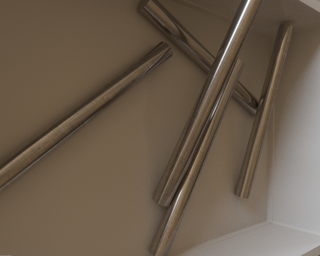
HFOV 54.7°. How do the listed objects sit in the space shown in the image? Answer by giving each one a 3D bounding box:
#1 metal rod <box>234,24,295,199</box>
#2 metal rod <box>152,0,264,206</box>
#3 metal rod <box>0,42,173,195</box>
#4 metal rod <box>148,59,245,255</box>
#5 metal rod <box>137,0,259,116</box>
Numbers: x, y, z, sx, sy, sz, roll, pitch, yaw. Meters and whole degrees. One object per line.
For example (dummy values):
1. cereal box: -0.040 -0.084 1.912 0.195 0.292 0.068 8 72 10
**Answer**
1. metal rod: 0.177 -0.028 0.526 0.025 0.025 0.298 15 90 -40
2. metal rod: 0.061 -0.038 0.394 0.025 0.025 0.298 18 99 -39
3. metal rod: -0.086 -0.014 0.335 0.301 0.025 0.025 -44 117 -31
4. metal rod: 0.056 0.034 0.438 0.025 0.025 0.299 33 75 -36
5. metal rod: 0.083 -0.093 0.478 0.301 0.025 0.025 33 70 -35
